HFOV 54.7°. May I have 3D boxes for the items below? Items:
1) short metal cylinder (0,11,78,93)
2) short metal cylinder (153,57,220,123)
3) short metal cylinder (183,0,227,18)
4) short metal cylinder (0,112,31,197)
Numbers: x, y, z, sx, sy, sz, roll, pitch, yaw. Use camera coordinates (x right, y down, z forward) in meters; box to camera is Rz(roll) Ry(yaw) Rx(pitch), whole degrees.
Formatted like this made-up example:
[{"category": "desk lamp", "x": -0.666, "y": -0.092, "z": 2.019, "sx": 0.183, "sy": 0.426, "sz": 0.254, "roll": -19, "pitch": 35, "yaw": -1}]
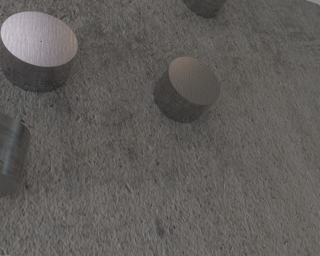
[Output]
[{"category": "short metal cylinder", "x": -0.143, "y": -0.089, "z": 0.365, "sx": 0.081, "sy": 0.050, "sz": 0.080, "roll": 14, "pitch": 56, "yaw": -21}, {"category": "short metal cylinder", "x": 0.038, "y": -0.053, "z": 0.440, "sx": 0.081, "sy": 0.050, "sz": 0.080, "roll": 14, "pitch": 56, "yaw": -21}, {"category": "short metal cylinder", "x": 0.089, "y": -0.258, "z": 0.593, "sx": 0.081, "sy": 0.050, "sz": 0.080, "roll": 14, "pitch": 56, "yaw": -21}, {"category": "short metal cylinder", "x": -0.159, "y": 0.024, "z": 0.268, "sx": 0.081, "sy": 0.080, "sz": 0.050, "roll": 12, "pitch": 57, "yaw": -22}]
